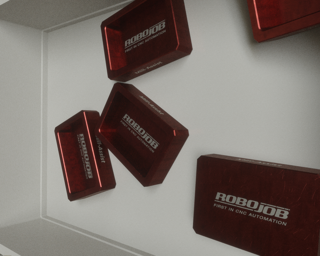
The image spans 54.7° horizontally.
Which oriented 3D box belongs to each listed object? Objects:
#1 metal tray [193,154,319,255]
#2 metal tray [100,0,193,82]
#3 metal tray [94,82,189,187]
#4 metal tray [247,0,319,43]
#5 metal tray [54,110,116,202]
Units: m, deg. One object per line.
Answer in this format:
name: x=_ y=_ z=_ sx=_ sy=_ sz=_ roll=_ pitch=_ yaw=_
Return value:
metal tray: x=0.099 y=0.080 z=0.322 sx=0.130 sy=0.030 sz=0.089 roll=6 pitch=94 yaw=39
metal tray: x=-0.023 y=-0.125 z=0.422 sx=0.130 sy=0.030 sz=0.090 roll=-15 pitch=81 yaw=39
metal tray: x=-0.031 y=0.006 z=0.429 sx=0.130 sy=0.030 sz=0.089 roll=41 pitch=115 yaw=32
metal tray: x=0.128 y=-0.130 z=0.254 sx=0.130 sy=0.030 sz=0.089 roll=0 pitch=105 yaw=62
metal tray: x=-0.125 y=0.046 z=0.507 sx=0.090 sy=0.030 sz=0.129 roll=-25 pitch=74 yaw=37
